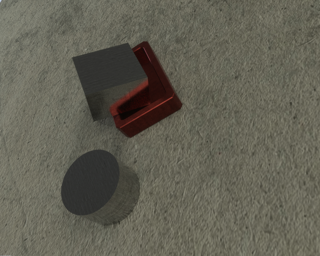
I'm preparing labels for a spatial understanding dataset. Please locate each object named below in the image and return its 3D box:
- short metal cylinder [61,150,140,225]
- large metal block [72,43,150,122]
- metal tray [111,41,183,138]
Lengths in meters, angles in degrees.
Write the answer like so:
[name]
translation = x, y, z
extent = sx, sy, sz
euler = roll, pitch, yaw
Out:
[short metal cylinder]
translation = -0.072, 0.073, 0.379
extent = 0.080, 0.050, 0.080
euler = -13, 56, 20
[large metal block]
translation = -0.067, -0.065, 0.425
extent = 0.081, 0.050, 0.080
euler = -18, 52, -12
[metal tray]
translation = -0.033, -0.060, 0.452
extent = 0.090, 0.030, 0.130
euler = -30, 52, 8
